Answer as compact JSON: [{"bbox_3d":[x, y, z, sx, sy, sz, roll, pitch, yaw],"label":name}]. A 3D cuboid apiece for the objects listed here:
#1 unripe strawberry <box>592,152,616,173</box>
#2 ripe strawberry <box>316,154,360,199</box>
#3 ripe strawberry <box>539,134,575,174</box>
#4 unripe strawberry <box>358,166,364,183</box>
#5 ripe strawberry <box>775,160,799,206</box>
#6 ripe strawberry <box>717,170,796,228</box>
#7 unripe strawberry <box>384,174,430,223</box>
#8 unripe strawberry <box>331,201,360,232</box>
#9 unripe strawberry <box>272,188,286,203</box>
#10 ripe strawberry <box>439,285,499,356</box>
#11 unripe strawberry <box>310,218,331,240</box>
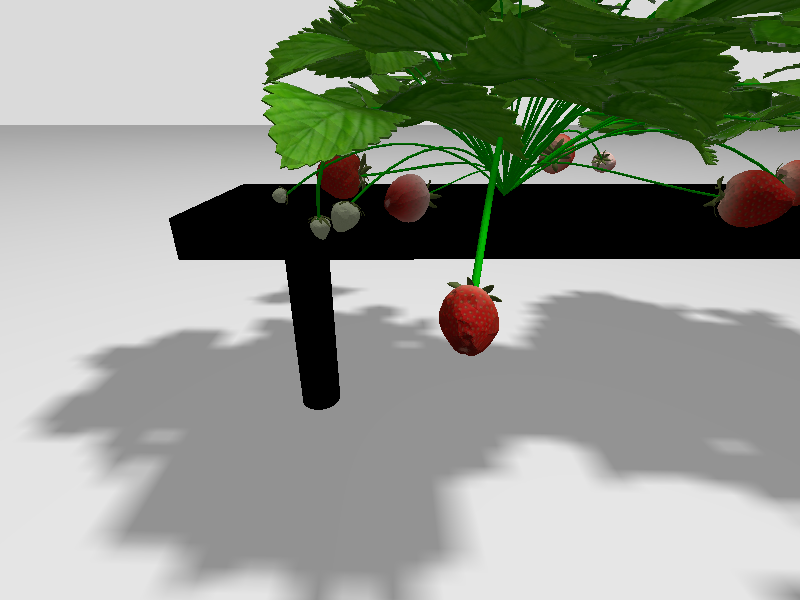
[{"bbox_3d":[0.234,-0.156,0.458,0.026,0.023,0.023,25,9,42],"label":"unripe strawberry"},{"bbox_3d":[-0.049,-0.101,0.322,0.036,0.037,0.033,-3,25,-6],"label":"ripe strawberry"},{"bbox_3d":[0.180,-0.167,0.456,0.038,0.043,0.041,16,29,30],"label":"ripe strawberry"},{"bbox_3d":[-0.047,-0.117,0.372,0.027,0.026,0.025,6,26,14],"label":"unripe strawberry"},{"bbox_3d":[0.302,-0.087,0.300,0.035,0.034,0.032,8,26,9],"label":"ripe strawberry"},{"bbox_3d":[0.220,-0.062,0.248,0.035,0.035,0.033,19,31,33],"label":"ripe strawberry"},{"bbox_3d":[0.003,-0.064,0.255,0.029,0.031,0.032,22,33,38],"label":"unripe strawberry"},{"bbox_3d":[-0.033,-0.048,0.238,0.017,0.018,0.018,25,-5,42],"label":"unripe strawberry"},{"bbox_3d":[-0.093,-0.081,0.309,0.011,0.011,0.010,-8,26,-9],"label":"unripe strawberry"},{"bbox_3d":[0.019,0.007,0.114,0.017,0.019,0.020,7,-41,14],"label":"ripe strawberry"},{"bbox_3d":[-0.041,-0.037,0.208,0.010,0.011,0.011,21,32,37],"label":"unripe strawberry"}]
